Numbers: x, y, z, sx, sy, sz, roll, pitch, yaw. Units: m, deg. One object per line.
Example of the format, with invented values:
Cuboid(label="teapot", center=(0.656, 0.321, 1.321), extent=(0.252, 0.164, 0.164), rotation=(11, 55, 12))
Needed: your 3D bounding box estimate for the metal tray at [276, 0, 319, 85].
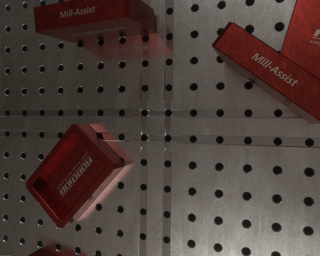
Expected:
Cuboid(label="metal tray", center=(0.202, -0.086, 0.333), extent=(0.130, 0.030, 0.090), rotation=(17, 91, 16))

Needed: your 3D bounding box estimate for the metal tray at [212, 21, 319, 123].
Cuboid(label="metal tray", center=(0.123, -0.056, 0.334), extent=(0.130, 0.090, 0.030), rotation=(40, 103, 15))

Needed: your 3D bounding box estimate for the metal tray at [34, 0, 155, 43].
Cuboid(label="metal tray", center=(-0.082, -0.140, 0.404), extent=(0.130, 0.090, 0.030), rotation=(-2, 95, 19))

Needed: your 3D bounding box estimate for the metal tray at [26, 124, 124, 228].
Cuboid(label="metal tray", center=(-0.127, 0.069, 0.452), extent=(0.090, 0.030, 0.130), rotation=(44, 103, 14))

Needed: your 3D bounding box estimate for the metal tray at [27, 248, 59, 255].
Cuboid(label="metal tray", center=(-0.169, 0.262, 0.468), extent=(0.090, 0.030, 0.129), rotation=(13, 94, 19))
